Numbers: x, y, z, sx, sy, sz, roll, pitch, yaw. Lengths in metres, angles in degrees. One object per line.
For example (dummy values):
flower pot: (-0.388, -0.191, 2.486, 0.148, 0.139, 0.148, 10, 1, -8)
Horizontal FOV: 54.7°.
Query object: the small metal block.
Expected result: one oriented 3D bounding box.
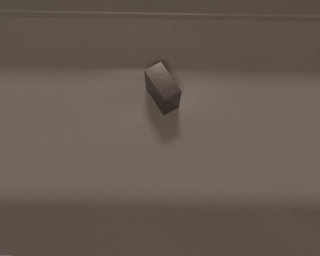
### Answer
small metal block: (0.003, -0.052, 0.415, 0.025, 0.050, 0.050, -29, 73, -10)
